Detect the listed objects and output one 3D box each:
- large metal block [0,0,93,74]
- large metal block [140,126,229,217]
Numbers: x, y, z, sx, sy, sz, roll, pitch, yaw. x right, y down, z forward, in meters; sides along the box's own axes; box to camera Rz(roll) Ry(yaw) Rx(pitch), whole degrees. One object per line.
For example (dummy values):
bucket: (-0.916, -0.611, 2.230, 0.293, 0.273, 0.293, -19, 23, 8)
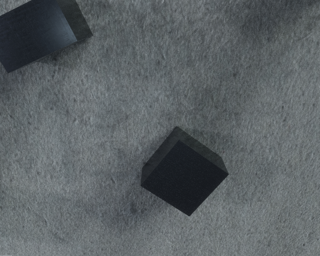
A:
large metal block: (-0.129, -0.106, 0.340, 0.080, 0.080, 0.050, -23, 109, 8)
large metal block: (0.031, 0.058, 0.418, 0.080, 0.050, 0.080, 35, 106, -12)
